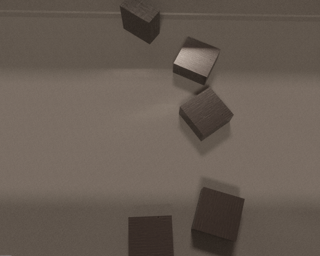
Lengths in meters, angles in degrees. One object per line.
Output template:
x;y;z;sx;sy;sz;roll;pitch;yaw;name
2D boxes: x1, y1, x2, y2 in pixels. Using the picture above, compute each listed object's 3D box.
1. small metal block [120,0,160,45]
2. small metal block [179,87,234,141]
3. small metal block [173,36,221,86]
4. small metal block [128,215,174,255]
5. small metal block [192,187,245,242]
-0.028;-0.158;0.454;0.050;0.050;0.025;34;74;11;small metal block
0.061;-0.019;0.417;0.050;0.025;0.050;-34;74;-12;small metal block
0.052;-0.096;0.446;0.050;0.025;0.050;25;72;8;small metal block
-0.011;0.130;0.362;0.050;0.025;0.050;-2;70;-1;small metal block
0.069;0.104;0.373;0.050;0.025;0.050;16;71;5;small metal block
